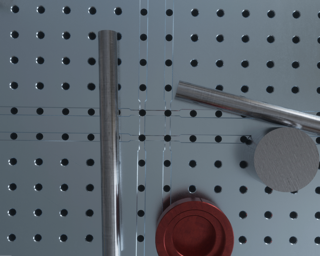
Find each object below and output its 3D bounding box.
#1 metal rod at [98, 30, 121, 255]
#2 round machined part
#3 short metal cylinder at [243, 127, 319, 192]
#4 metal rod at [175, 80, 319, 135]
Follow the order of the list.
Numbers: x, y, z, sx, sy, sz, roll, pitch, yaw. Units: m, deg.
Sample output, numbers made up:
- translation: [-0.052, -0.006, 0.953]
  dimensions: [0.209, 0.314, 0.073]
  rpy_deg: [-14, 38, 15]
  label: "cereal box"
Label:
- translation: [-0.067, 0.022, 0.412]
  dimensions: [0.025, 0.025, 0.298]
  rpy_deg: [-1, 90, -1]
  label: "metal rod"
- translation: [0.043, 0.139, 0.406]
  dimensions: [0.099, 0.042, 0.097]
  rpy_deg: [0, 90, -1]
  label: "round machined part"
- translation: [0.155, 0.039, 0.403]
  dimensions: [0.081, 0.050, 0.079]
  rpy_deg: [0, 90, -1]
  label: "short metal cylinder"
- translation: [0.169, -0.015, 0.415]
  dimensions: [0.302, 0.025, 0.025]
  rpy_deg: [14, 90, -1]
  label: "metal rod"
